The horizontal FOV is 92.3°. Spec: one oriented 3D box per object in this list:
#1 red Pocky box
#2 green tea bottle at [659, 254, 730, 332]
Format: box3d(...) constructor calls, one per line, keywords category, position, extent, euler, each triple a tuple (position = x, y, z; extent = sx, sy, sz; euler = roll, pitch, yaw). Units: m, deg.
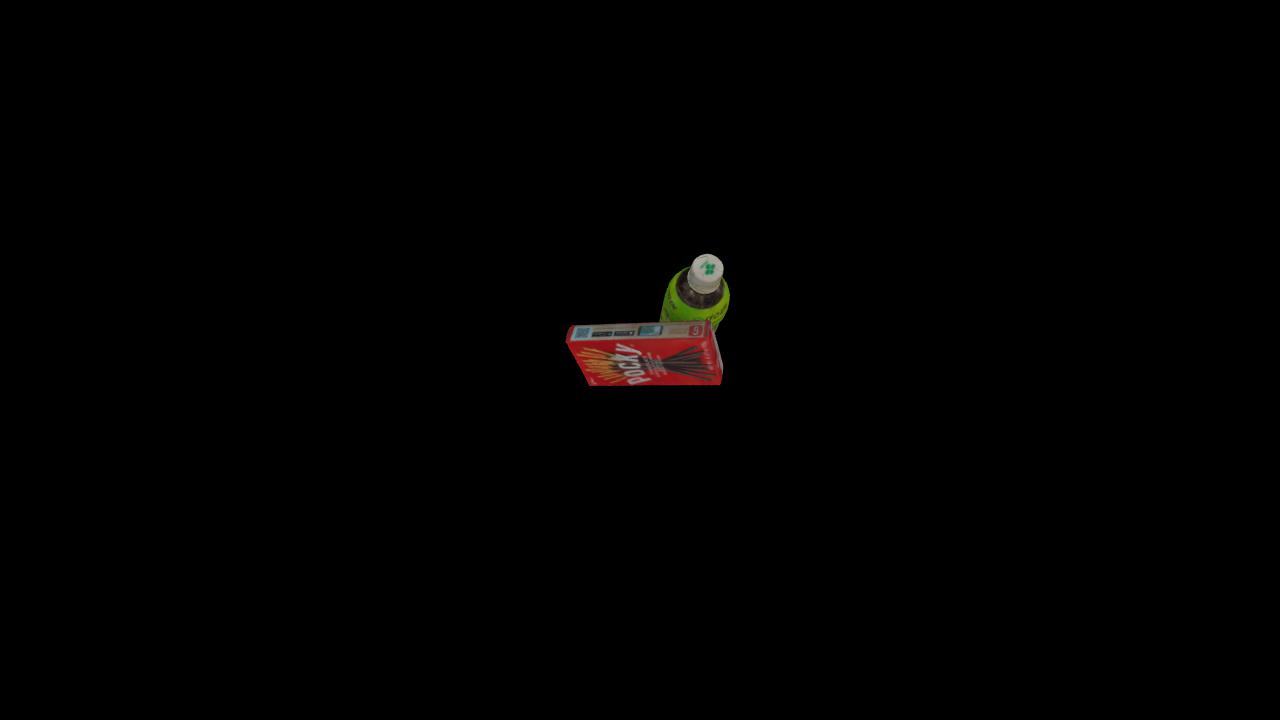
box3d(category="red Pocky box", position=(0.006, -0.004, 0.652), extent=(0.155, 0.028, 0.083), euler=(-1, -36, 19))
box3d(category="green tea bottle", position=(0.057, -0.053, 0.680), extent=(0.073, 0.073, 0.212), euler=(0, -22, -4))
